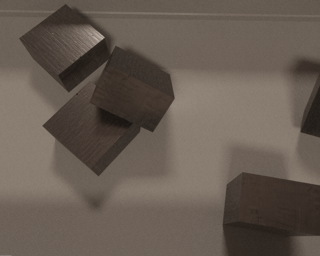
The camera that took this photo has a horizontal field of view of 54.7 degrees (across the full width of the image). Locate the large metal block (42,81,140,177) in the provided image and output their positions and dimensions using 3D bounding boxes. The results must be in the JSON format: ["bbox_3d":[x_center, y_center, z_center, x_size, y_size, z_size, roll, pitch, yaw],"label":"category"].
[{"bbox_3d":[-0.084,0.001,0.395,0.080,0.050,0.080,39,74,12],"label":"large metal block"}]

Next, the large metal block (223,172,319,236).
[{"bbox_3d":[0.121,0.089,0.349,0.080,0.080,0.050,9,71,3],"label":"large metal block"}]

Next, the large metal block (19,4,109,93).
[{"bbox_3d":[-0.131,-0.112,0.436,0.080,0.050,0.080,42,75,13],"label":"large metal block"}]

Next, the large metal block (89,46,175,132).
[{"bbox_3d":[-0.032,-0.050,0.379,0.080,0.080,0.050,26,115,-16],"label":"large metal block"}]

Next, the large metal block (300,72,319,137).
[{"bbox_3d":[0.229,-0.028,0.379,0.080,0.079,0.050,17,45,18],"label":"large metal block"}]
